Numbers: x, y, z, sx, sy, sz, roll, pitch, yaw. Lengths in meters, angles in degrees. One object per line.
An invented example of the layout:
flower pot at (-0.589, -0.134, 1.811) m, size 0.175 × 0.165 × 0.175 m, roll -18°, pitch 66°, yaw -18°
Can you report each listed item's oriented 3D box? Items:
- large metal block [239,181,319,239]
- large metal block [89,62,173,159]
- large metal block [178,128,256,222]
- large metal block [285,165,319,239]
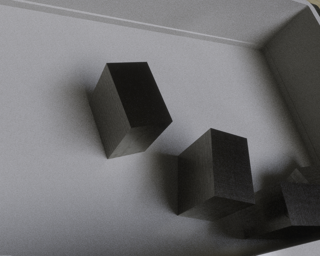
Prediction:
large metal block at (0.159, 0.107, 0.391) m, size 0.081 × 0.080 × 0.050 m, roll 9°, pitch 58°, yaw -24°
large metal block at (-0.038, -0.020, 0.362) m, size 0.050 × 0.080 × 0.080 m, roll -9°, pitch 67°, yaw -32°
large metal block at (0.062, 0.058, 0.368) m, size 0.050 × 0.080 × 0.080 m, roll 16°, pitch 56°, yaw -20°
large metal block at (0.231, 0.099, 0.438) m, size 0.081 × 0.050 × 0.080 m, roll -2°, pitch 43°, yaw -29°
